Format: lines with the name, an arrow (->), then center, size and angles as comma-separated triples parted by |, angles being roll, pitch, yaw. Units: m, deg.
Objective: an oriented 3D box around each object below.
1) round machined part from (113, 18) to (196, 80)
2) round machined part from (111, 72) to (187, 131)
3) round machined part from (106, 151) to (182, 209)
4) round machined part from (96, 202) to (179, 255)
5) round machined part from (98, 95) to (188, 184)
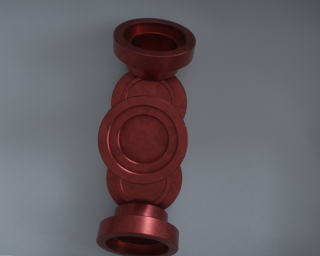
round machined part -> -0.008, -0.095, 0.383 | 0.099, 0.098, 0.042 | 7, 132, -1
round machined part -> -0.014, -0.033, 0.401 | 0.099, 0.042, 0.097 | 0, 90, -1
round machined part -> -0.020, 0.065, 0.401 | 0.099, 0.042, 0.097 | 0, 90, -1
round machined part -> -0.026, 0.126, 0.383 | 0.099, 0.097, 0.042 | 6, 53, -1
round machined part -> -0.018, 0.013, 0.358 | 0.099, 0.042, 0.097 | 0, 90, -1
